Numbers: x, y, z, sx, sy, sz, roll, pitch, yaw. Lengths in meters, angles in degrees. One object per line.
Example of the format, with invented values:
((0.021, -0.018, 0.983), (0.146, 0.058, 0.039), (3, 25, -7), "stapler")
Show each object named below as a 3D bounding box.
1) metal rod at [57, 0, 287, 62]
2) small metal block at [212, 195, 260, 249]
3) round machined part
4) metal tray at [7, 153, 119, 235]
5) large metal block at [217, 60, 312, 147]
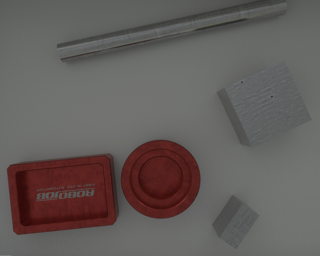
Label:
((0.016, -0.131, 0.411), (0.302, 0.025, 0.025), (-12, 90, -1), "metal rod")
((0.096, 0.120, 0.400), (0.025, 0.050, 0.050), (34, 90, 0), "small metal block")
((0.001, 0.064, 0.403), (0.099, 0.042, 0.097), (0, 90, -1), "round machined part")
((-0.125, 0.085, 0.407), (0.131, 0.030, 0.089), (-6, 90, -1), "metal tray")
((0.131, -0.030, 0.401), (0.080, 0.050, 0.080), (-25, 90, -1), "large metal block")
